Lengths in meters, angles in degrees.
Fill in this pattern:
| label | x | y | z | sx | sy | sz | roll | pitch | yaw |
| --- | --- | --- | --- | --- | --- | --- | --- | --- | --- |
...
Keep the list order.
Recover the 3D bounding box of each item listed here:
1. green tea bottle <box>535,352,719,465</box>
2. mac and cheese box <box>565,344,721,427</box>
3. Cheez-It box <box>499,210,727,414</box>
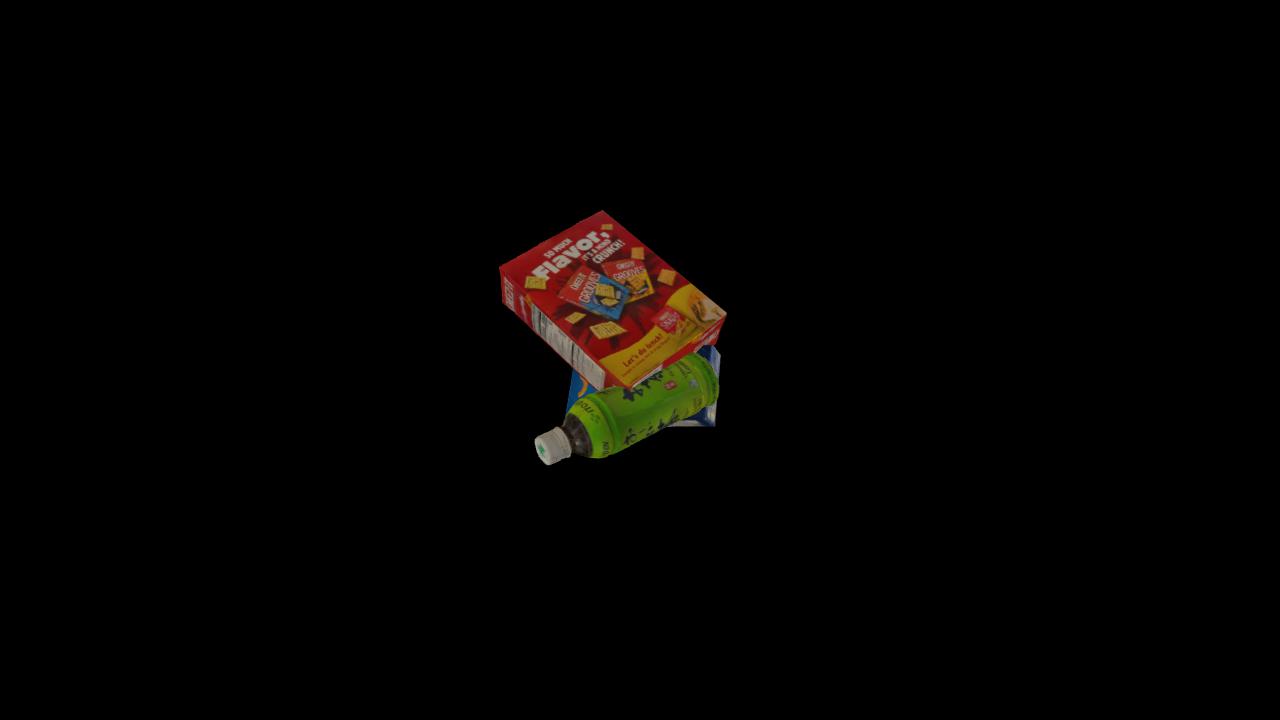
| label | x | y | z | sx | sy | sz | roll | pitch | yaw |
| --- | --- | --- | --- | --- | --- | --- | --- | --- | --- |
| green tea bottle | -0.013 | 0.056 | 0.657 | 0.212 | 0.073 | 0.073 | -24 | 12 | -29 |
| mac and cheese box | 0.002 | 0.034 | 0.746 | 0.184 | 0.093 | 0.041 | -3 | -20 | 25 |
| Cheez-It box | -0.035 | -0.064 | 0.730 | 0.166 | 0.223 | 0.071 | -37 | -23 | -29 |
